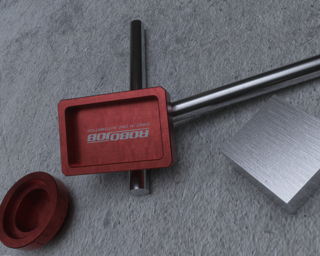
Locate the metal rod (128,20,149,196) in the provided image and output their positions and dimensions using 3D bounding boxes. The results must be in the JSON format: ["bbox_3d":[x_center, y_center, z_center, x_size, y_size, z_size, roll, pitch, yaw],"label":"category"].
[{"bbox_3d":[-0.032,-0.049,0.449,0.025,0.025,0.299,-16,55,19],"label":"metal rod"}]

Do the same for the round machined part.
[{"bbox_3d":[-0.160,0.110,0.407,0.098,0.042,0.098,-13,56,20],"label":"round machined part"}]

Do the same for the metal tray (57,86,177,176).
[{"bbox_3d":[-0.051,0.006,0.363,0.131,0.030,0.089,-7,84,11],"label":"metal tray"}]

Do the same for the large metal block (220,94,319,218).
[{"bbox_3d":[0.122,0.026,0.307,0.080,0.050,0.080,-45,51,-4],"label":"large metal block"}]

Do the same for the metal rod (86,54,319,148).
[{"bbox_3d":[0.052,-0.031,0.374,0.301,0.025,0.025,-17,55,10],"label":"metal rod"}]
